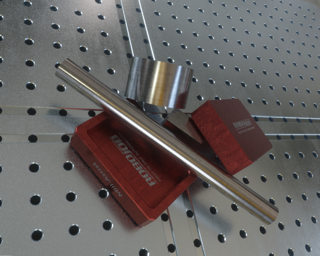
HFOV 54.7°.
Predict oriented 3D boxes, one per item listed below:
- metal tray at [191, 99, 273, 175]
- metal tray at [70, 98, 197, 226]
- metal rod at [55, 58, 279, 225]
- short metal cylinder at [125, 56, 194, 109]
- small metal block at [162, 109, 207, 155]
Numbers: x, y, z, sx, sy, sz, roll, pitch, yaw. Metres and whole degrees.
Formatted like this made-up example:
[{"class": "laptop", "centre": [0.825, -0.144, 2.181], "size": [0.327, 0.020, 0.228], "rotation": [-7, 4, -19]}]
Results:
[{"class": "metal tray", "centre": [0.102, 0.005, 0.419], "size": [0.090, 0.030, 0.131], "rotation": [57, 28, 13]}, {"class": "metal tray", "centre": [-0.028, 0.035, 0.363], "size": [0.130, 0.030, 0.091], "rotation": [49, 51, 6]}, {"class": "metal rod", "centre": [0.012, 0.019, 0.360], "size": [0.301, 0.025, 0.025], "rotation": [36, 51, -5]}, {"class": "short metal cylinder", "centre": [-0.001, -0.058, 0.395], "size": [0.081, 0.080, 0.050], "rotation": [8, 100, -24]}, {"class": "small metal block", "centre": [0.024, 0.008, 0.394], "size": [0.050, 0.050, 0.025], "rotation": [35, 51, -5]}]
